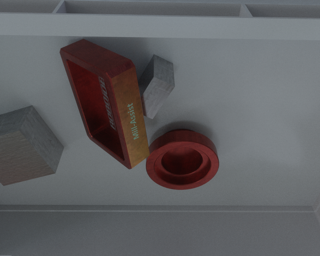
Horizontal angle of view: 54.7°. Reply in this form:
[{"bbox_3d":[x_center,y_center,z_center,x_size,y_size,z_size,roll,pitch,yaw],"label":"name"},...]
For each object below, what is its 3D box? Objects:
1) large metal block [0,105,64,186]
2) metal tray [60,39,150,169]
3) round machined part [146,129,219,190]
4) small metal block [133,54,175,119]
[{"bbox_3d":[-0.189,0.025,0.411,0.080,0.050,0.080,-15,129,11],"label":"large metal block"},{"bbox_3d":[-0.059,-0.024,0.347,0.030,0.090,0.129,-35,138,-29],"label":"metal tray"},{"bbox_3d":[0.030,0.039,0.432,0.099,0.042,0.097,-1,130,0],"label":"round machined part"},{"bbox_3d":[-0.008,-0.047,0.352,0.025,0.050,0.050,23,126,-19],"label":"small metal block"}]
